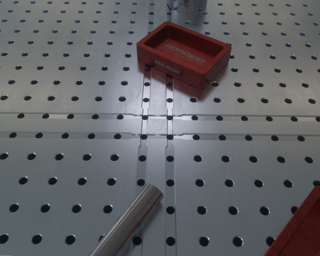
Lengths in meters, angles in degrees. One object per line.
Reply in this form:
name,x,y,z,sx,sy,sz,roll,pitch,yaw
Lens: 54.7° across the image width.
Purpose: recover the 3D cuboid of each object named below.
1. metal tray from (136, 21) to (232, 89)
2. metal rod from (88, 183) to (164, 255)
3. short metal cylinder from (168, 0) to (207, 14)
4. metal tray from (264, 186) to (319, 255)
metal tray,0.038,-0.124,0.508,0.130,0.030,0.090,29,56,22
metal rod,-0.091,0.166,0.267,0.025,0.025,0.301,28,55,21
short metal cylinder,0.057,-0.273,0.621,0.081,0.050,0.080,0,50,0
metal tray,0.158,0.128,0.297,0.090,0.030,0.131,37,59,26
